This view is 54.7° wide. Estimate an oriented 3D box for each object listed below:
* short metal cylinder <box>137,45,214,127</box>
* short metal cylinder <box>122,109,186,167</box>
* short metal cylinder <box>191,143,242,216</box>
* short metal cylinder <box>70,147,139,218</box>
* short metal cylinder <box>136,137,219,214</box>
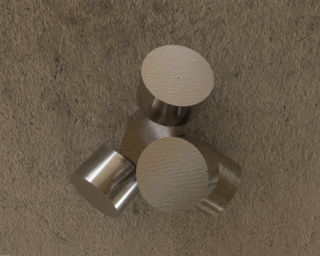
[{"bbox_3d":[0.016,-0.048,0.357,0.080,0.080,0.050,13,153,-5],"label":"short metal cylinder"},{"bbox_3d":[-0.007,0.015,0.403,0.081,0.050,0.079,0,110,-1],"label":"short metal cylinder"},{"bbox_3d":[0.060,0.067,0.406,0.050,0.080,0.080,33,107,-12],"label":"short metal cylinder"},{"bbox_3d":[-0.069,0.071,0.401,0.080,0.050,0.080,27,146,21],"label":"short metal cylinder"},{"bbox_3d":[0.021,0.050,0.345,0.080,0.050,0.080,-1,88,22],"label":"short metal cylinder"}]
